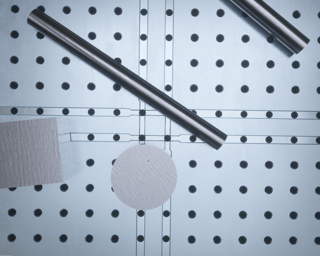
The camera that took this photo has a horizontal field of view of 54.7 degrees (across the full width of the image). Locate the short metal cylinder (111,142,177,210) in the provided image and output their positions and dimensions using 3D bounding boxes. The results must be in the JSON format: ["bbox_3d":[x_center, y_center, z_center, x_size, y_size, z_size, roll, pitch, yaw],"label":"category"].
[{"bbox_3d":[-0.019,0.060,0.401,0.081,0.050,0.079,0,90,-1],"label":"short metal cylinder"}]

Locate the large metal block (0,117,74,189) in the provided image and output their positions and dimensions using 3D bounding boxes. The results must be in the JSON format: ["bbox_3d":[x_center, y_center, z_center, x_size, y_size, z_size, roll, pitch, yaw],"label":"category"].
[{"bbox_3d":[-0.162,0.030,0.399,0.081,0.050,0.079,-6,90,-1],"label":"large metal block"}]

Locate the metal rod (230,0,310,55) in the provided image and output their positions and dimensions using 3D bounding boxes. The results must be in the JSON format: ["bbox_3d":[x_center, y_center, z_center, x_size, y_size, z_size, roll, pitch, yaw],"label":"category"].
[{"bbox_3d":[0.075,-0.204,0.414,0.300,0.025,0.025,39,90,-1],"label":"metal rod"}]

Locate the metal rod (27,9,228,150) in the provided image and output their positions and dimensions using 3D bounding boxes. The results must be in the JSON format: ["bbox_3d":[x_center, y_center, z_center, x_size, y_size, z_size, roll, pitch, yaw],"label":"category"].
[{"bbox_3d":[-0.042,-0.064,0.412,0.301,0.025,0.025,34,90,-1],"label":"metal rod"}]
